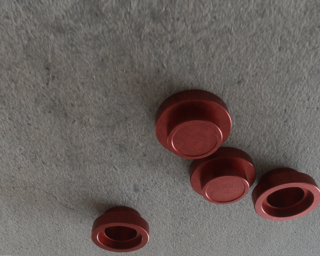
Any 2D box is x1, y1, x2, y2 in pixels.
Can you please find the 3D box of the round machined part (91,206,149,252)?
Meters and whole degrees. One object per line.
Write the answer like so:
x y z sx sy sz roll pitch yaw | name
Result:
-0.068 0.175 0.544 0.099 0.042 0.097 -1 130 0 | round machined part

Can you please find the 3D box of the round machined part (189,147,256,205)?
0.095 0.078 0.464 0.099 0.042 0.097 -1 130 0 | round machined part

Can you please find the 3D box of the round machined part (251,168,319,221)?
0.193 0.100 0.484 0.099 0.042 0.097 -1 130 0 | round machined part

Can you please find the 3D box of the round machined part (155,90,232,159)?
0.043 0.003 0.399 0.099 0.042 0.097 -1 130 0 | round machined part
